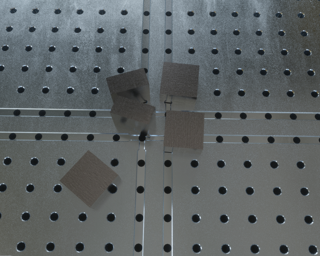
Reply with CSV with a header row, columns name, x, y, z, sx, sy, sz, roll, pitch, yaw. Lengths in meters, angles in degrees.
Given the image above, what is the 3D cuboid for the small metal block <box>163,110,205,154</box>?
name,x,y,z,sx,sy,sz,roll,pitch,yaw
small metal block,0.031,0.006,0.410,0.050,0.025,0.050,5,70,1

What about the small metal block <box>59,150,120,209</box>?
name,x,y,z,sx,sy,sz,roll,pitch,yaw
small metal block,-0.086,0.065,0.387,0.050,0.025,0.050,38,74,12

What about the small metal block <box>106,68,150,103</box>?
name,x,y,z,sx,sy,sz,roll,pitch,yaw
small metal block,-0.041,-0.051,0.417,0.050,0.050,0.025,-17,71,-6

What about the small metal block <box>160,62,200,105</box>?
name,x,y,z,sx,sy,sz,roll,pitch,yaw
small metal block,0.027,-0.062,0.435,0.050,0.025,0.050,6,70,2

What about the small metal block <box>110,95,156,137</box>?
name,x,y,z,sx,sy,sz,roll,pitch,yaw
small metal block,-0.033,-0.014,0.403,0.050,0.050,0.025,17,71,6
